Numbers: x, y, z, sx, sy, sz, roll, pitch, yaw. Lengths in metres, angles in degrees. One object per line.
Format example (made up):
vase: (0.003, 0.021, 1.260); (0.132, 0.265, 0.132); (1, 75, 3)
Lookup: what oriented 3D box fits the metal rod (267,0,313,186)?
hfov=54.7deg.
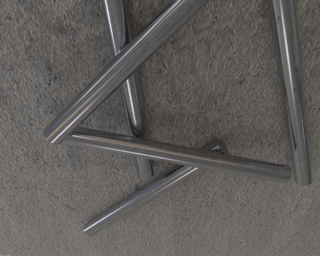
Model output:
metal rod: (0.167, -0.027, 0.385); (0.025, 0.025, 0.299); (-17, 129, 13)

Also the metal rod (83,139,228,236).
metal rod: (-0.021, 0.105, 0.495); (0.299, 0.025, 0.025); (-36, 122, 26)

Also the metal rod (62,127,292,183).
metal rod: (0.028, 0.036, 0.403); (0.302, 0.025, 0.025); (11, 129, -10)

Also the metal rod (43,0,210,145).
metal rod: (-0.015, -0.083, 0.307); (0.299, 0.025, 0.025); (-40, 120, 19)

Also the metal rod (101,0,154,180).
metal rod: (-0.035, -0.044, 0.368); (0.025, 0.025, 0.298); (-4, 130, 3)
